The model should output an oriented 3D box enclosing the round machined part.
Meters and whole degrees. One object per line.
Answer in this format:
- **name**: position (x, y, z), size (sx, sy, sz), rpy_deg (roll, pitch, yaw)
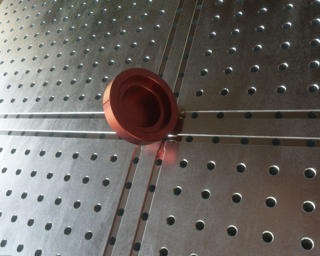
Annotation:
- **round machined part**: position (-0.028, -0.025, 0.401), size (0.042, 0.099, 0.098), rpy_deg (-27, 44, 52)
